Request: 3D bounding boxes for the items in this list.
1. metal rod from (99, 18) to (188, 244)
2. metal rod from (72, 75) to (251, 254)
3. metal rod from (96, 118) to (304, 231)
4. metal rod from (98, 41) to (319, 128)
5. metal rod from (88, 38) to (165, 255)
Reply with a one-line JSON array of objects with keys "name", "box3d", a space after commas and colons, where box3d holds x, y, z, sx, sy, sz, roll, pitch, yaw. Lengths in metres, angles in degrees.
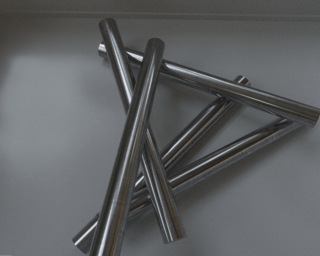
[{"name": "metal rod", "box3d": [-0.029, -0.015, 0.374, 0.025, 0.025, 0.299, -16, 66, -6]}, {"name": "metal rod", "box3d": [0.012, 0.036, 0.396, 0.025, 0.025, 0.301, 43, 75, 13]}, {"name": "metal rod", "box3d": [0.066, 0.043, 0.381, 0.302, 0.025, 0.025, -25, 72, -15]}, {"name": "metal rod", "box3d": [0.053, -0.063, 0.412, 0.301, 0.025, 0.025, 21, 71, 15]}, {"name": "metal rod", "box3d": [-0.027, 0.008, 0.325, 0.025, 0.025, 0.300, 9, 53, 3]}]
